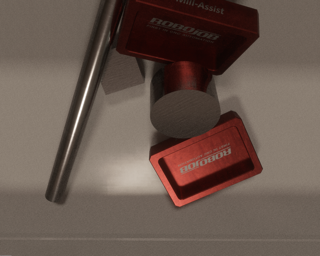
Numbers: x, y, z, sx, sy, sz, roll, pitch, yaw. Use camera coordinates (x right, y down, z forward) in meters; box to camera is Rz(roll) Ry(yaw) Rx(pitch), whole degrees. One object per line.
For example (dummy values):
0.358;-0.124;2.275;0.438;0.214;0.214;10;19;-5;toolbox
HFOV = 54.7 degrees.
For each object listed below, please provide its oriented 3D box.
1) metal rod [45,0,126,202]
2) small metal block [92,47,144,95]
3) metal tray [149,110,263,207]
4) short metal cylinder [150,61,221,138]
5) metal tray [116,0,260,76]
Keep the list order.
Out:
-0.097;-0.024;0.381;0.025;0.025;0.298;20;116;-8;metal rod
-0.051;-0.074;0.383;0.050;0.025;0.050;-17;110;5;small metal block
0.062;0.044;0.425;0.130;0.030;0.090;-25;109;8;metal tray
0.028;-0.032;0.370;0.081;0.050;0.080;-1;138;-1;short metal cylinder
0.025;-0.102;0.330;0.131;0.090;0.030;10;70;-14;metal tray
